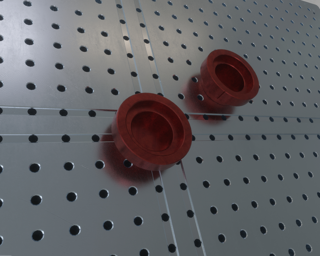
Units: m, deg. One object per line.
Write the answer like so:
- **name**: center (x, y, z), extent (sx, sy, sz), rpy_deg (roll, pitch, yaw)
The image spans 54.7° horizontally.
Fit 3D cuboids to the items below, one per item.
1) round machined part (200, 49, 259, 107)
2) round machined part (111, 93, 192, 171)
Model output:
- **round machined part**: center (0.107, -0.076, 0.501), extent (0.099, 0.042, 0.098), rpy_deg (14, 56, -21)
- **round machined part**: center (-0.013, 0.008, 0.385), extent (0.099, 0.042, 0.098), rpy_deg (14, 56, -21)
